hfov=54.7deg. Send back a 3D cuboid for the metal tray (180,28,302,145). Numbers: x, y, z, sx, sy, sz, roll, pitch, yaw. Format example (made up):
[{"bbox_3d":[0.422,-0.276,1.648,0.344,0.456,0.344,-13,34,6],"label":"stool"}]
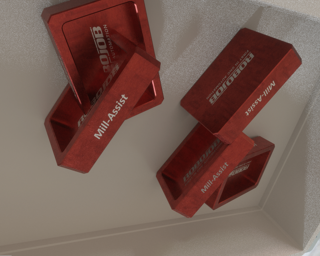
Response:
[{"bbox_3d":[0.094,-0.055,0.383,0.030,0.090,0.130,34,99,-39],"label":"metal tray"}]

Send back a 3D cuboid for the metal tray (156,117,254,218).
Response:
[{"bbox_3d":[0.055,0.044,0.421,0.030,0.090,0.130,35,99,-26],"label":"metal tray"}]

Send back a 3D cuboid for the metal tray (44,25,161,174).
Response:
[{"bbox_3d":[-0.064,-0.031,0.311,0.030,0.090,0.130,28,103,-39],"label":"metal tray"}]

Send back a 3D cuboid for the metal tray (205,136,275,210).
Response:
[{"bbox_3d":[0.124,0.068,0.491,0.131,0.030,0.089,-11,125,-42],"label":"metal tray"}]

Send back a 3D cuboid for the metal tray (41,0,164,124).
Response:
[{"bbox_3d":[-0.052,-0.068,0.319,0.091,0.030,0.129,-26,130,-16],"label":"metal tray"}]
